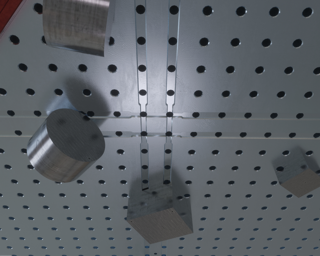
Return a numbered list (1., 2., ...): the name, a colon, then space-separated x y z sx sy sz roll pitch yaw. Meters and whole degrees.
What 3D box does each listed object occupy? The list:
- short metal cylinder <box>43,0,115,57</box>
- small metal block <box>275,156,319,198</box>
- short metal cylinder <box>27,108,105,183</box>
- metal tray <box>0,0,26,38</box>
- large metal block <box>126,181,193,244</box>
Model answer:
1. short metal cylinder: -0.069 -0.109 0.282 0.050 0.080 0.079 9 130 -8
2. small metal block: 0.218 0.077 0.479 0.050 0.025 0.050 33 123 -25
3. short metal cylinder: -0.118 0.022 0.393 0.080 0.080 0.050 33 123 -25
4. metal tray: -0.195 -0.124 0.300 0.090 0.030 0.130 36 121 -27
5. large metal block: 0.001 0.143 0.517 0.080 0.050 0.080 -21 127 16
